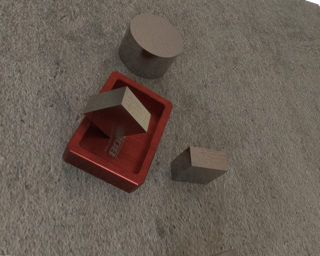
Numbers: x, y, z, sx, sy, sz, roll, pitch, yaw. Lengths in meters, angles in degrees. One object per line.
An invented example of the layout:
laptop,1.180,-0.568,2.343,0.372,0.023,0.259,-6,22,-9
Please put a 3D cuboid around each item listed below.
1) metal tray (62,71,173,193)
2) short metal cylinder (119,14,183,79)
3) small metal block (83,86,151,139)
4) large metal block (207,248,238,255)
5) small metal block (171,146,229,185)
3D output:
metal tray,-0.045,0.001,0.375,0.090,0.030,0.130,29,52,-10
short metal cylinder,-0.014,-0.119,0.453,0.081,0.050,0.080,14,56,-21
small metal block,-0.046,-0.015,0.343,0.050,0.050,0.025,50,40,-42
large metal block,0.044,0.167,0.290,0.050,0.080,0.080,-6,65,-31
small metal block,0.048,0.048,0.384,0.050,0.050,0.025,11,57,-23
